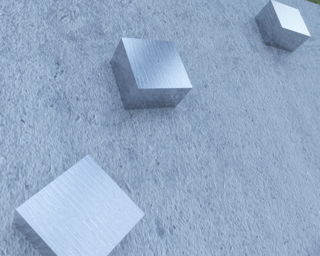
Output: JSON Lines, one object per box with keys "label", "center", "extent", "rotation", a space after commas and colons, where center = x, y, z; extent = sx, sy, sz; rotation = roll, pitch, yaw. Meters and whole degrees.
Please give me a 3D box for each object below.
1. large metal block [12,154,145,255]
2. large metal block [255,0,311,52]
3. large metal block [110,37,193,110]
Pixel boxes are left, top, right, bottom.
{"label": "large metal block", "center": [-0.076, 0.086, 0.294], "extent": [0.080, 0.050, 0.080], "rotation": [46, 51, 4]}
{"label": "large metal block", "center": [0.260, -0.216, 0.659], "extent": [0.081, 0.050, 0.080], "rotation": [6, 59, -25]}
{"label": "large metal block", "center": [-0.014, -0.074, 0.425], "extent": [0.081, 0.050, 0.080], "rotation": [-5, 64, -31]}
